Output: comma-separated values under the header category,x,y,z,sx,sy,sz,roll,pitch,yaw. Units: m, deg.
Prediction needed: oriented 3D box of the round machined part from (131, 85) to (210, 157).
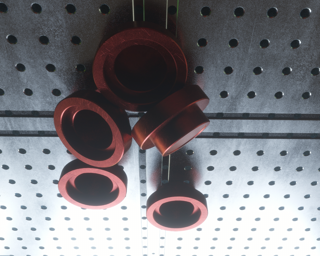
category,x,y,z,sx,sy,sz,roll,pitch,yaw
round machined part,0.019,-0.003,0.361,0.098,0.099,0.042,-43,76,30

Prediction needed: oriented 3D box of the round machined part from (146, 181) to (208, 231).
category,x,y,z,sx,sy,sz,roll,pitch,yaw
round machined part,0.027,0.124,0.507,0.099,0.042,0.097,-1,130,0

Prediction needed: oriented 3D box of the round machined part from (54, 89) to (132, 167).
category,x,y,z,sx,sy,sz,roll,pitch,yaw
round machined part,-0.077,-0.003,0.381,0.098,0.042,0.097,13,125,20

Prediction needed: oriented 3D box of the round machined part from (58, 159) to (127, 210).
category,x,y,z,sx,sy,sz,roll,pitch,yaw
round machined part,-0.098,0.076,0.464,0.099,0.042,0.097,-1,130,-1

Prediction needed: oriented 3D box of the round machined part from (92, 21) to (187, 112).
category,x,y,z,sx,sy,sz,roll,pitch,yaw
round machined part,-0.021,-0.069,0.339,0.099,0.042,0.097,-2,127,-2
